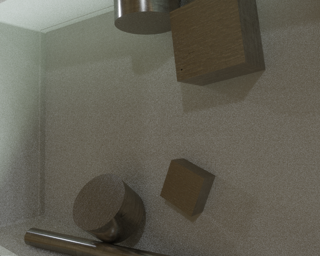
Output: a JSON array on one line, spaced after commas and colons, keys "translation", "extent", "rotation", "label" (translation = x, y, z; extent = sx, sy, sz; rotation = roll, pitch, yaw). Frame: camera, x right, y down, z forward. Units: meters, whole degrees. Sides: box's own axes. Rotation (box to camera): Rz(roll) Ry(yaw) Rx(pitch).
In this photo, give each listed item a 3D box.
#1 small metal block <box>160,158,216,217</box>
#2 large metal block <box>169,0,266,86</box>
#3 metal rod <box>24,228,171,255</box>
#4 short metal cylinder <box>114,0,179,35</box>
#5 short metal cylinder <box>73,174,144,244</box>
[{"translation": [0.033, 0.071, 0.378], "extent": [0.050, 0.025, 0.050], "rotation": [27, 107, 36], "label": "small metal block"}, {"translation": [0.062, -0.096, 0.339], "extent": [0.080, 0.050, 0.080], "rotation": [-10, 84, 39], "label": "large metal block"}, {"translation": [-0.056, 0.165, 0.400], "extent": [0.301, 0.025, 0.025], "rotation": [1, 91, 25], "label": "metal rod"}, {"translation": [-0.016, -0.153, 0.383], "extent": [0.080, 0.081, 0.050], "rotation": [-3, 88, 39], "label": "short metal cylinder"}, {"translation": [-0.070, 0.109, 0.421], "extent": [0.080, 0.050, 0.080], "rotation": [-18, 45, 19], "label": "short metal cylinder"}]
